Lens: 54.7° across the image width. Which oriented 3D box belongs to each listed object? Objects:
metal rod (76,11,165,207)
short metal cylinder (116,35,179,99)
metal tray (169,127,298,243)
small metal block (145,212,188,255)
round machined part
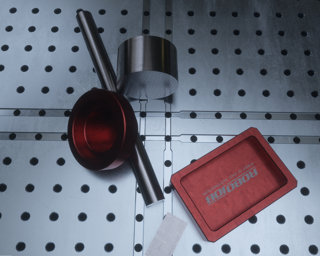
[{"bbox_3d":[-0.061,-0.039,0.425,0.025,0.025,0.299,-20,71,-8],"label":"metal rod"},{"bbox_3d":[-0.017,-0.077,0.411,0.081,0.080,0.050,-1,70,-1],"label":"short metal cylinder"},{"bbox_3d":[0.089,0.068,0.385,0.131,0.030,0.090,-30,73,-11],"label":"metal tray"},{"bbox_3d":[0.007,0.126,0.353,0.025,0.050,0.050,28,72,9],"label":"small metal block"},{"bbox_3d":[-0.066,0.002,0.384,0.098,0.042,0.097,-2,86,35],"label":"round machined part"}]
